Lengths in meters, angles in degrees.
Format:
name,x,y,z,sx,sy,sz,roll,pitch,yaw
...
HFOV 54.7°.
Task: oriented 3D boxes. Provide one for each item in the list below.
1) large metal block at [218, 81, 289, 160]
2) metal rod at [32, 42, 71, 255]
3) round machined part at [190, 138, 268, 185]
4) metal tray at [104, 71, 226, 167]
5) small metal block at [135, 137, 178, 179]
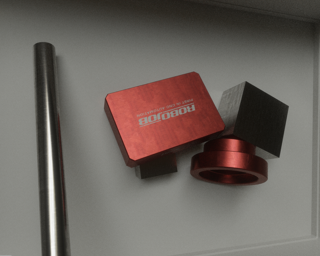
name,x,y,z,sx,sy,sz,roll,pitch,yaw
large metal block,0.127,-0.007,0.438,0.080,0.050,0.080,25,69,-19
metal rod,-0.108,0.043,0.308,0.025,0.025,0.299,-3,67,-20
round machined part,0.091,0.045,0.410,0.099,0.098,0.042,16,68,-20
metal tray,0.006,-0.014,0.393,0.131,0.030,0.090,-18,73,-20
small metal block,-0.008,0.036,0.409,0.050,0.025,0.050,-8,93,-20
